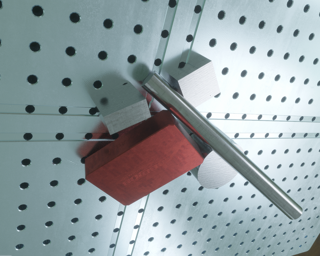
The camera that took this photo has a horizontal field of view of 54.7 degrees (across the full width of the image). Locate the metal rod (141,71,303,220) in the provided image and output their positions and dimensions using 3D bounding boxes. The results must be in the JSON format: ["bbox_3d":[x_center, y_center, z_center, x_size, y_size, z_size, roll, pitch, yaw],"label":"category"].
[{"bbox_3d":[0.094,0.034,0.416,0.300,0.025,0.025,41,95,-18],"label":"metal rod"}]

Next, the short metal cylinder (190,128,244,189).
[{"bbox_3d":[0.079,0.045,0.468,0.081,0.050,0.079,-14,125,-21],"label":"short metal cylinder"}]

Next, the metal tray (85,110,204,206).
[{"bbox_3d":[-0.020,0.043,0.404,0.130,0.030,0.090,-32,131,12],"label":"metal tray"}]

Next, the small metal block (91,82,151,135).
[{"bbox_3d":[-0.045,-0.024,0.357,0.050,0.050,0.025,-25,128,-14],"label":"small metal block"}]

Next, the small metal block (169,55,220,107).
[{"bbox_3d":[0.046,-0.058,0.402,0.050,0.025,0.050,-31,129,-8],"label":"small metal block"}]
